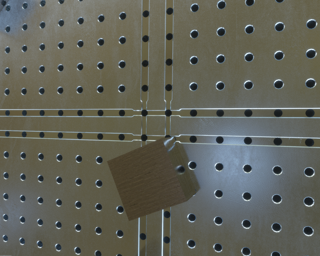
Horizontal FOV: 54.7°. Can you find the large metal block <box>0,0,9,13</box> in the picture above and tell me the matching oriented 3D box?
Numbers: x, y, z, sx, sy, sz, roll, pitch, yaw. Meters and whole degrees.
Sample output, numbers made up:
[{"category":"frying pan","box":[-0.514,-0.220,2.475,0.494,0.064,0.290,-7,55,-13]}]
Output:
[{"category":"large metal block","box":[-0.296,-0.228,0.501,0.080,0.050,0.080,-45,77,14]}]

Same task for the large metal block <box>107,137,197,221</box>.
[{"category":"large metal block","box":[-0.010,0.064,0.402,0.080,0.050,0.080,-24,82,18]}]
